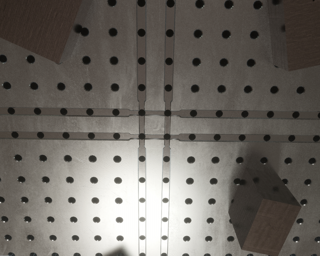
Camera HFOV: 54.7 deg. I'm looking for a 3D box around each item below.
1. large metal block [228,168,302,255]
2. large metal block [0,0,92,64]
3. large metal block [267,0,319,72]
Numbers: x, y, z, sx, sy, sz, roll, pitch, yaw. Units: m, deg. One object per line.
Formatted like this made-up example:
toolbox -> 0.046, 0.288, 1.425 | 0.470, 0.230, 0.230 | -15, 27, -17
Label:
large metal block -> 0.139, 0.113, 0.428 | 0.050, 0.080, 0.079 | 13, 110, -5
large metal block -> -0.132, -0.130, 0.350 | 0.080, 0.050, 0.080 | 24, 108, -9
large metal block -> 0.177, -0.117, 0.359 | 0.080, 0.050, 0.079 | -12, 110, 4
